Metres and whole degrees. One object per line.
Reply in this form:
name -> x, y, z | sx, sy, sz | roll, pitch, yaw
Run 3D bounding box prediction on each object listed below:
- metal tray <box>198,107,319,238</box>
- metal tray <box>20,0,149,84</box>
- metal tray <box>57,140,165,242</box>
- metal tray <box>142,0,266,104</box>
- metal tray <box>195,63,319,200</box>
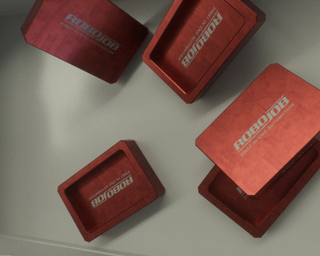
metal tray -> 0.119, 0.050, 0.365 | 0.090, 0.030, 0.129 | 38, 102, 15
metal tray -> -0.089, -0.120, 0.385 | 0.090, 0.131, 0.030 | -54, 44, 13
metal tray -> -0.070, 0.087, 0.431 | 0.130, 0.030, 0.090 | -36, 79, 16
metal tray -> 0.045, -0.103, 0.362 | 0.090, 0.030, 0.129 | 46, 128, 11
metal tray -> 0.115, 0.002, 0.341 | 0.130, 0.030, 0.090 | -45, 58, 2
